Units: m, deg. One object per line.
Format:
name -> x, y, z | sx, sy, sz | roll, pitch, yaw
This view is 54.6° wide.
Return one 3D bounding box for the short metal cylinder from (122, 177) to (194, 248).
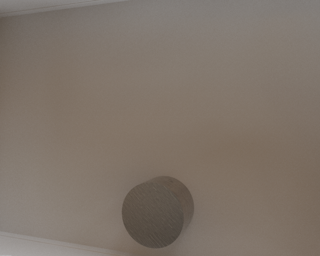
short metal cylinder -> -0.001, 0.105, 0.398 | 0.080, 0.050, 0.080 | 0, 90, 20
